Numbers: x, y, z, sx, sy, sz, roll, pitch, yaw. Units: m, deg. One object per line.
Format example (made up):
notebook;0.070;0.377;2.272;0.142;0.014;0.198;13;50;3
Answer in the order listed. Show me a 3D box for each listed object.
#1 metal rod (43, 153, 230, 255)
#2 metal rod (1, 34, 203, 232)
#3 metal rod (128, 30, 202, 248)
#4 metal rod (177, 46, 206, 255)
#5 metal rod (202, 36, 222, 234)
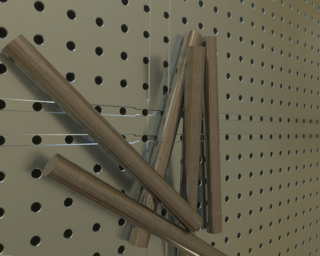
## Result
metal rod;-0.004;0.117;0.374;0.301;0.025;0.025;39;66;-30
metal rod;-0.047;0.023;0.349;0.300;0.025;0.025;48;61;-22
metal rod;0.010;0.006;0.419;0.025;0.025;0.299;25;74;-38
metal rod;0.042;0.041;0.425;0.025;0.025;0.298;-4;99;-40
metal rod;0.079;0.012;0.477;0.025;0.025;0.298;-4;93;-40
